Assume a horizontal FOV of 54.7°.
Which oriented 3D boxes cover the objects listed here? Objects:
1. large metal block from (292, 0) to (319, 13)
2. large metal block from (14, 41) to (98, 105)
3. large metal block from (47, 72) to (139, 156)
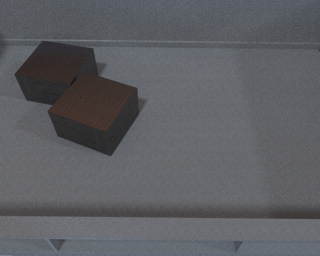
[{"bbox_3d":[0.320,-0.281,0.632,0.081,0.050,0.080,-6,50,-5],"label":"large metal block"},{"bbox_3d":[-0.146,-0.078,0.453,0.080,0.050,0.080,11,51,8],"label":"large metal block"},{"bbox_3d":[-0.082,-0.020,0.405,0.080,0.050,0.080,19,52,15],"label":"large metal block"}]
